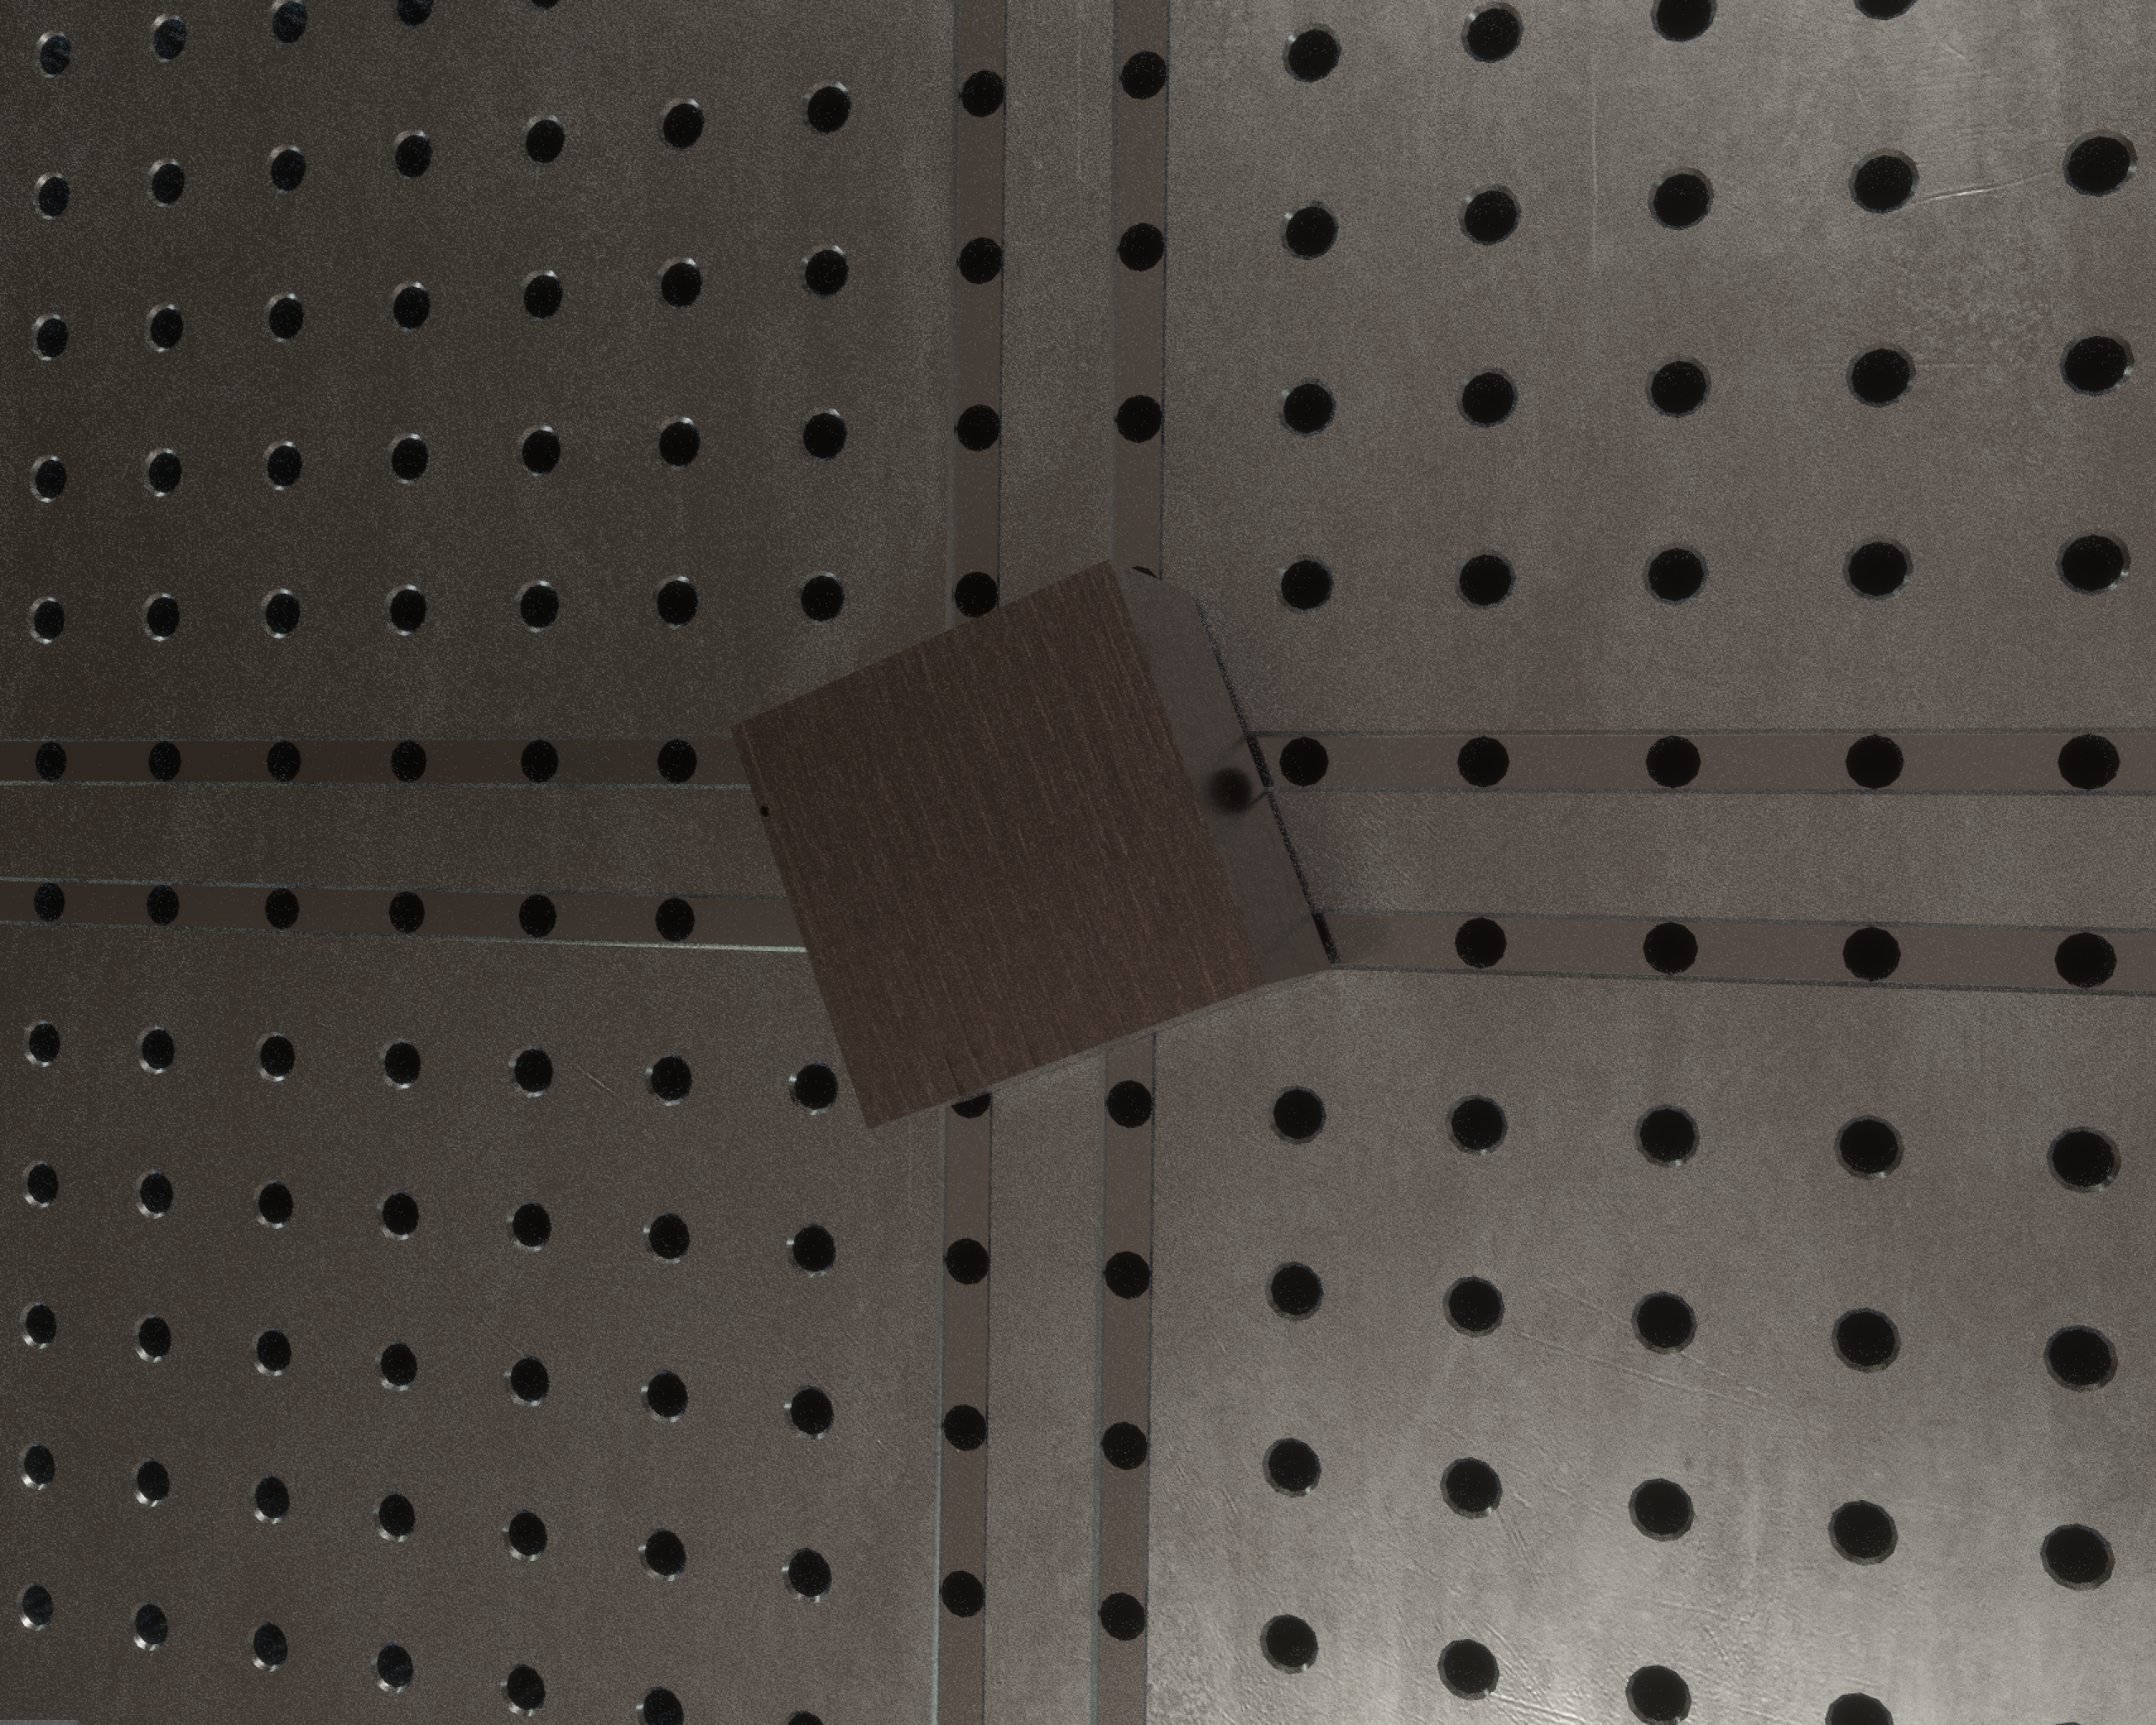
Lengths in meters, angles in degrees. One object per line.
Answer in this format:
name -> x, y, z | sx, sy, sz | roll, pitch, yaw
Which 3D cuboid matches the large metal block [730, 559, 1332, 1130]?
large metal block -> -0.008, -0.002, 0.398 | 0.080, 0.050, 0.080 | -22, 83, 18
